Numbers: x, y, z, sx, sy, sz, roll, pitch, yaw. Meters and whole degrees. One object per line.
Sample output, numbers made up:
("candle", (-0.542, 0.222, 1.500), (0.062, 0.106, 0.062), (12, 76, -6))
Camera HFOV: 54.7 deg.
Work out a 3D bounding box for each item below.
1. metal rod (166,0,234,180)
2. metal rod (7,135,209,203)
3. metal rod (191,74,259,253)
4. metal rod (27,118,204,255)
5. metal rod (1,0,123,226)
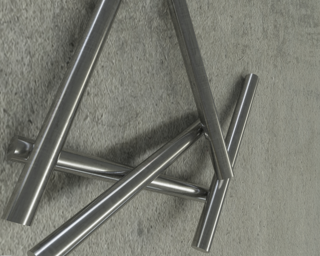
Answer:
("metal rod", (0.049, -0.076, 0.419), (0.025, 0.025, 0.298), (-19, 94, -39))
("metal rod", (-0.027, 0.062, 0.381), (0.302, 0.025, 0.025), (22, 77, -38))
("metal rod", (0.106, 0.036, 0.470), (0.025, 0.025, 0.300), (42, 58, -32))
("metal rod", (-0.014, 0.050, 0.361), (0.302, 0.025, 0.025), (-35, 112, -45))
("metal rod", (-0.082, -0.055, 0.314), (0.025, 0.025, 0.299), (32, 64, -36))
